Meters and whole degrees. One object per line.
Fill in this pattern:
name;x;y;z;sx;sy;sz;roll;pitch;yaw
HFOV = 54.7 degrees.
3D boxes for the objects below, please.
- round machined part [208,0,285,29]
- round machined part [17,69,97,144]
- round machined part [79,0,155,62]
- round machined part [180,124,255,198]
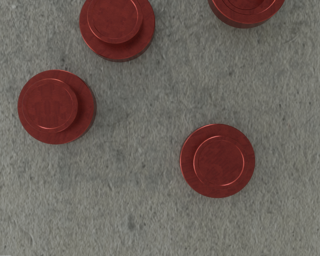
round machined part;0.109;-0.178;0.403;0.099;0.042;0.097;0;90;-1
round machined part;-0.135;-0.027;0.400;0.099;0.042;0.097;0;90;-1
round machined part;-0.056;-0.138;0.401;0.099;0.042;0.097;0;90;-1
round machined part;0.075;0.043;0.403;0.099;0.042;0.097;0;90;-1
